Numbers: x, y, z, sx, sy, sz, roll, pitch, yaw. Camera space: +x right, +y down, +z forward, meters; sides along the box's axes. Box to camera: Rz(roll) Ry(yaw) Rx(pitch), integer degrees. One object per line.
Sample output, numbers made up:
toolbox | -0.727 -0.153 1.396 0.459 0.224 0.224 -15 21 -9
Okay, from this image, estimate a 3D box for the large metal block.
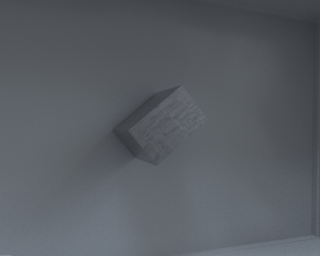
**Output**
large metal block | -0.003 -0.004 0.378 0.080 0.080 0.050 -41 104 -15
